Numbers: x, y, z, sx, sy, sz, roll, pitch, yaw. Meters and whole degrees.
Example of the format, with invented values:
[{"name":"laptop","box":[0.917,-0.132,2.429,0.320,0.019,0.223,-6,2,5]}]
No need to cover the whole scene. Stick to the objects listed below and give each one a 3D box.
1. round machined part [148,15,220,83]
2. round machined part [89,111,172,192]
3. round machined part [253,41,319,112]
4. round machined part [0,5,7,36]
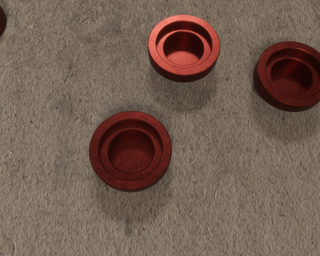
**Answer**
[{"name":"round machined part","box":[0.033,-0.107,0.439,0.099,0.042,0.098,0,70,-1]},{"name":"round machined part","box":[-0.035,0.031,0.387,0.099,0.042,0.098,0,70,-1]},{"name":"round machined part","box":[0.177,-0.066,0.426,0.099,0.042,0.098,0,70,-1]},{"name":"round machined part","box":[-0.286,-0.166,0.456,0.099,0.042,0.098,0,70,-1]}]
